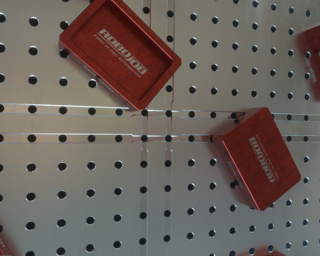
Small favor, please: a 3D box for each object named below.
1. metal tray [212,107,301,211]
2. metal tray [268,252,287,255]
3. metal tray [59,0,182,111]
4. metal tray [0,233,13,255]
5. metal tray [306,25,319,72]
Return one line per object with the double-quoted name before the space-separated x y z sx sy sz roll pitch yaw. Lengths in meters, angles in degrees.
"metal tray" 0.146 0.045 0.463 0.090 0.030 0.130 -33 101 -17
"metal tray" 0.144 0.250 0.463 0.131 0.030 0.090 -8 93 -20
"metal tray" -0.048 -0.094 0.391 0.130 0.030 0.090 42 77 -15
"metal tray" -0.222 0.131 0.328 0.091 0.030 0.130 -27 99 -18
"metal tray" 0.309 -0.121 0.523 0.091 0.030 0.130 -27 99 -18
